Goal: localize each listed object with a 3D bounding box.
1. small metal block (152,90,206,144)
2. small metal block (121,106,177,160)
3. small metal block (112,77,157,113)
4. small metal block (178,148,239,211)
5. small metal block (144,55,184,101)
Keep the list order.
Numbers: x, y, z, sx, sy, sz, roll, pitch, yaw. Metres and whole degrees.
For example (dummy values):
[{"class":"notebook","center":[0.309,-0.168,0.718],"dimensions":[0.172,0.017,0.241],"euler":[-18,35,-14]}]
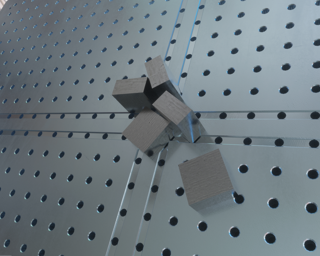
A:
[{"class":"small metal block","center":[0.024,-0.013,0.389],"dimensions":[0.025,0.050,0.050],"euler":[-46,51,-3]},{"class":"small metal block","center":[-0.014,0.006,0.413],"dimensions":[0.050,0.025,0.050],"euler":[-49,51,-6]},{"class":"small metal block","center":[-0.031,-0.045,0.437],"dimensions":[0.050,0.050,0.025],"euler":[-1,61,28]},{"class":"small metal block","center":[0.053,0.058,0.346],"dimensions":[0.050,0.025,0.050],"euler":[-24,53,13]},{"class":"small metal block","center":[0.006,-0.063,0.429],"dimensions":[0.025,0.050,0.050],"euler":[-26,53,12]}]
